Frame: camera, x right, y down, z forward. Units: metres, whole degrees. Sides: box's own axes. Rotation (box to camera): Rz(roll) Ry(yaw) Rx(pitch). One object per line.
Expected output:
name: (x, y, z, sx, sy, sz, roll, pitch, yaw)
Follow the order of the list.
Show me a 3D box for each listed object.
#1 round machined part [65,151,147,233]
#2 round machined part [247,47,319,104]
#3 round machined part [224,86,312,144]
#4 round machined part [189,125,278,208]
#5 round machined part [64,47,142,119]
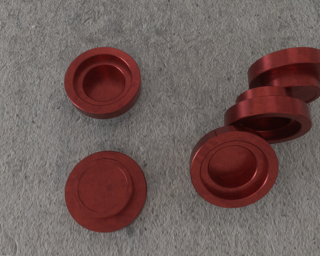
round machined part: (-0.065, 0.074, 0.371, 0.099, 0.042, 0.098, 0, 70, 0)
round machined part: (0.163, -0.056, 0.391, 0.099, 0.098, 0.042, 0, 70, 0)
round machined part: (0.128, -0.016, 0.376, 0.099, 0.098, 0.042, 2, 67, 1)
round machined part: (0.084, 0.042, 0.367, 0.099, 0.042, 0.097, 0, 110, 1)
round machined part: (-0.074, -0.057, 0.419, 0.099, 0.042, 0.098, 0, 70, 0)
